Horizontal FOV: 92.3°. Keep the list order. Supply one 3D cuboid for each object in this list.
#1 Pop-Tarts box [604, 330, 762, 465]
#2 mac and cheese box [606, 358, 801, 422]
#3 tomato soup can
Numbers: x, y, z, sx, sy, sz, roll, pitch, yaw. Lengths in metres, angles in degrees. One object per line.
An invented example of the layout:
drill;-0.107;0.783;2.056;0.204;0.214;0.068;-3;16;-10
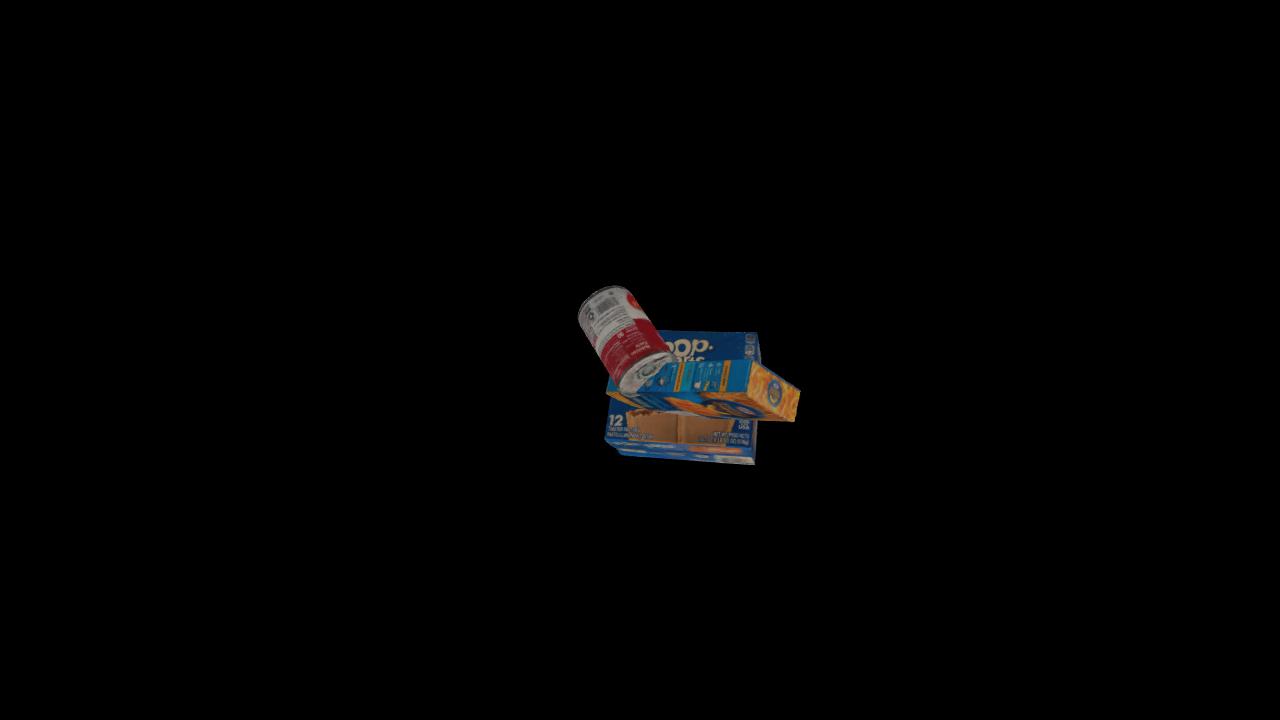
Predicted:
Pop-Tarts box;0.056;0.043;0.733;0.167;0.141;0.083;3;-22;13
mac and cheese box;0.061;0.033;0.645;0.184;0.041;0.093;-3;-24;44
tomato soup can;-0.016;-0.021;0.643;0.068;0.101;0.068;-24;-31;-16
